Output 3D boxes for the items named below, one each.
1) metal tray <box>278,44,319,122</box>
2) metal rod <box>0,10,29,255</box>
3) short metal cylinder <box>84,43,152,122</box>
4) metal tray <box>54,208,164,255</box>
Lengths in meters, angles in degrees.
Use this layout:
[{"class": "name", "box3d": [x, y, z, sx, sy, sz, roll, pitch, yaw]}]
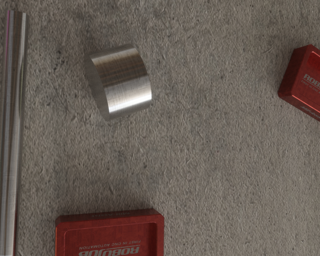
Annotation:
[{"class": "metal tray", "box3d": [0.263, -0.065, 0.505, 0.131, 0.030, 0.090, 26, 81, -19]}, {"class": "metal rod", "box3d": [-0.167, 0.021, 0.347, 0.025, 0.025, 0.298, 3, 89, -20]}, {"class": "short metal cylinder", "box3d": [-0.050, -0.053, 0.362, 0.050, 0.080, 0.080, -20, 97, -19]}, {"class": "metal tray", "box3d": [-0.061, 0.152, 0.384, 0.131, 0.030, 0.089, 1, 90, -21]}]
